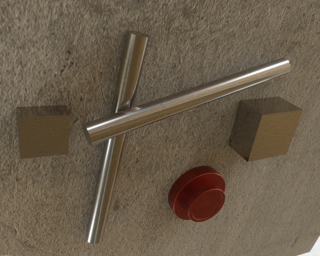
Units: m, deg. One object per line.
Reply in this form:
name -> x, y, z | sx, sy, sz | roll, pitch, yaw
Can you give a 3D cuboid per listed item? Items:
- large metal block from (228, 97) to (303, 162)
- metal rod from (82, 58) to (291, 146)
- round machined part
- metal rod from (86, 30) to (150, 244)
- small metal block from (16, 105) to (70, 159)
large metal block -> 0.162, 0.000, 0.482 | 0.081, 0.050, 0.079 | -7, 122, -25
metal rod -> 0.051, -0.041, 0.390 | 0.302, 0.025, 0.025 | -21, 127, -24
round machined part -> 0.066, 0.114, 0.505 | 0.099, 0.042, 0.097 | -14, 125, -21
metal rod -> -0.060, 0.030, 0.393 | 0.025, 0.025, 0.298 | 1, 118, -29
small metal block -> -0.128, 0.004, 0.340 | 0.050, 0.025, 0.050 | -5, 121, -27
